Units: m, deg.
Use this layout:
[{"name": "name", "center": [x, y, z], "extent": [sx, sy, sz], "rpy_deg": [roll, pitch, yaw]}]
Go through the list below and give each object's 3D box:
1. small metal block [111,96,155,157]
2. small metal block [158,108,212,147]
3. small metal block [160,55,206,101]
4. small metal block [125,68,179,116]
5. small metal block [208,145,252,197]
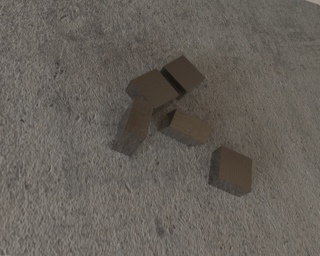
[{"name": "small metal block", "center": [-0.033, -0.001, 0.371], "extent": [0.025, 0.050, 0.050], "rpy_deg": [23, 53, -14]}, {"name": "small metal block", "center": [0.031, 0.001, 0.400], "extent": [0.050, 0.050, 0.025], "rpy_deg": [26, 76, -12]}, {"name": "small metal block", "center": [0.032, -0.076, 0.467], "extent": [0.050, 0.025, 0.050], "rpy_deg": [48, 51, 5]}, {"name": "small metal block", "center": [-0.011, -0.049, 0.427], "extent": [0.050, 0.025, 0.050], "rpy_deg": [-34, 81, -38]}, {"name": "small metal block", "center": [0.096, 0.059, 0.419], "extent": [0.050, 0.025, 0.050], "rpy_deg": [24, 53, -14]}]
